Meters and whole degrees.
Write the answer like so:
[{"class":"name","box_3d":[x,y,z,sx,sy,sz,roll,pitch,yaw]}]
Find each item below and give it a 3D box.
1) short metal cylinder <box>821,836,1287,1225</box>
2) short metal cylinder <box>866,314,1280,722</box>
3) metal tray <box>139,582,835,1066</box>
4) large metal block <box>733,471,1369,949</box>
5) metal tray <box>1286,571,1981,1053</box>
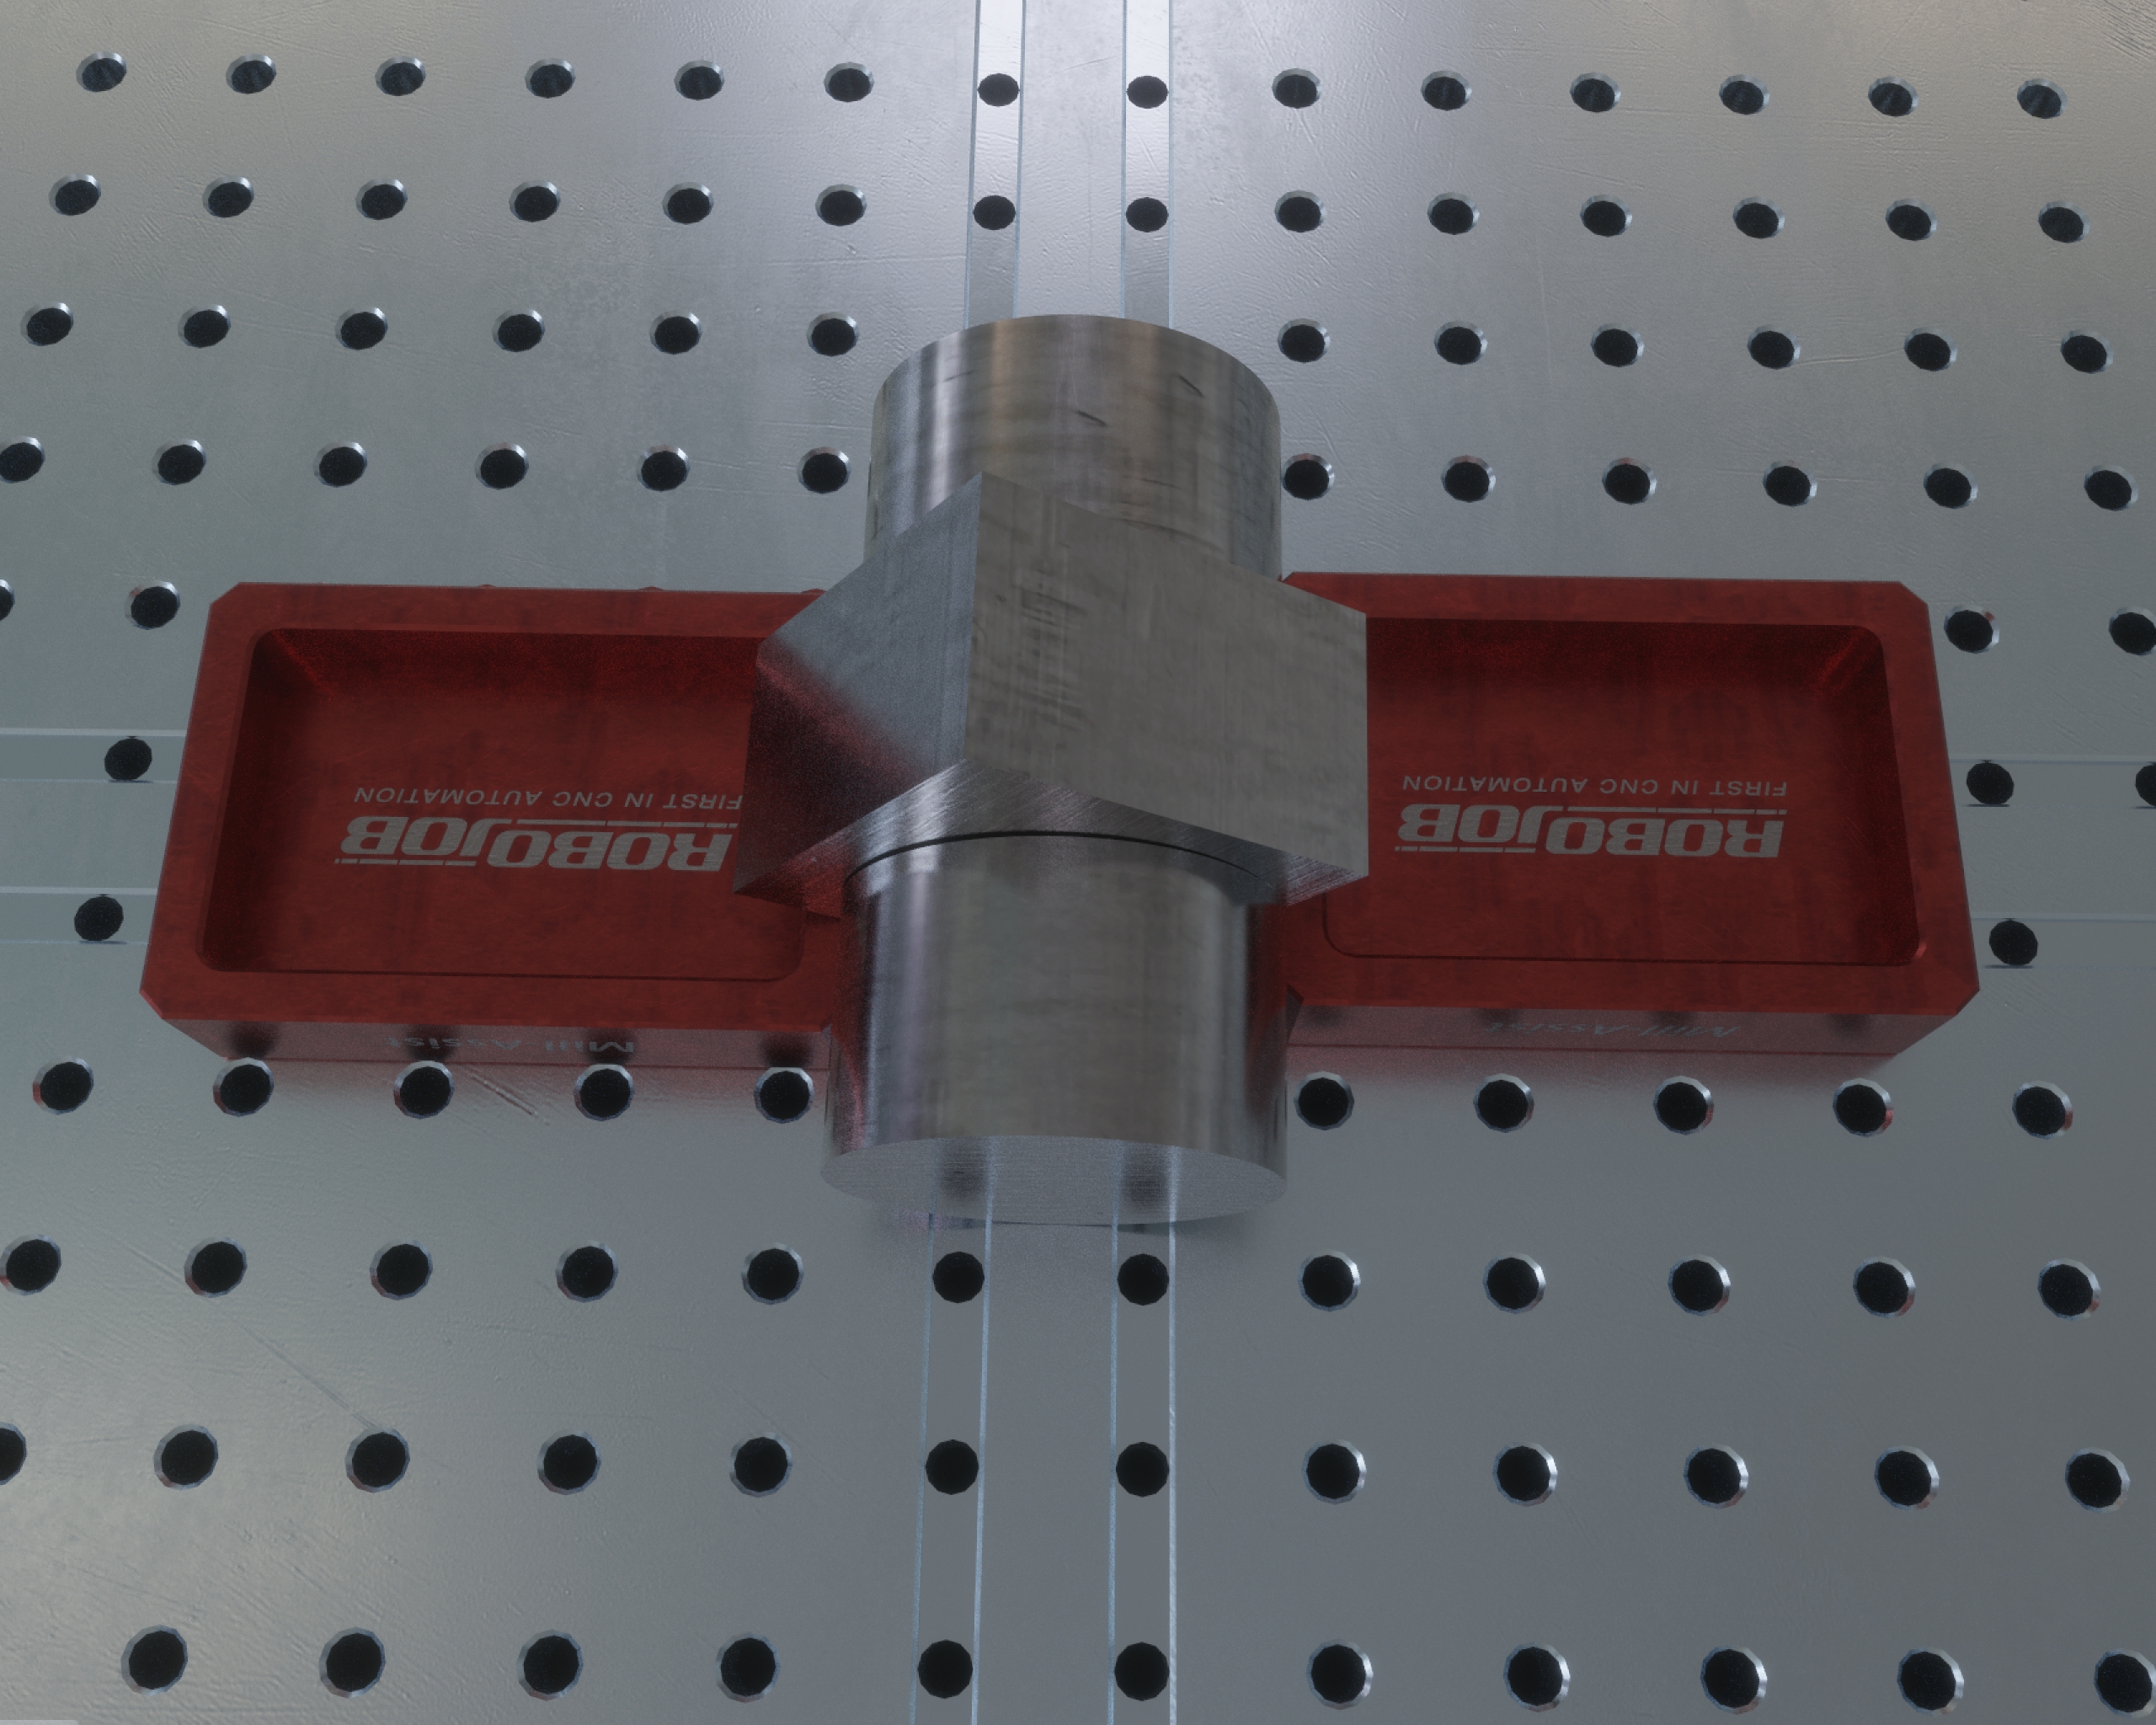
[{"class":"short metal cylinder","box_3d":[-0.003,0.032,0.370,0.081,0.080,0.050,2,70,0]},{"class":"short metal cylinder","box_3d":[-0.001,-0.062,0.405,0.081,0.080,0.050,1,70,0]},{"class":"metal tray","box_3d":[-0.106,-0.008,0.410,0.131,0.030,0.090,1,70,0]},{"class":"large metal block","box_3d":[-0.005,-0.019,0.374,0.081,0.080,0.050,15,66,-31]},{"class":"metal tray","box_3d":[0.102,-0.010,0.413,0.131,0.030,0.090,1,70,0]}]
